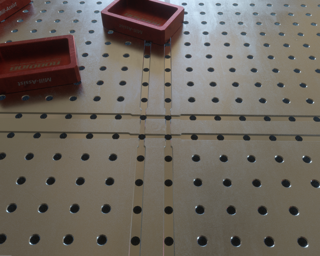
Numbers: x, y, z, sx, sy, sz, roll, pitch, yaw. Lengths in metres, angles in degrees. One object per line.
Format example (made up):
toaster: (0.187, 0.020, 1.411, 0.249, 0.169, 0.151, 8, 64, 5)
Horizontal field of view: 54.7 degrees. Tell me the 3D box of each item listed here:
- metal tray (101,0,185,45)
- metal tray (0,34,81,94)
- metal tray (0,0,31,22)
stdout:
metal tray: (-0.031, -0.207, 0.577, 0.130, 0.030, 0.090, 22, 53, 17)
metal tray: (-0.196, -0.102, 0.487, 0.131, 0.030, 0.090, -11, 51, -9)
metal tray: (-0.332, -0.243, 0.603, 0.090, 0.030, 0.130, 21, 53, 16)
